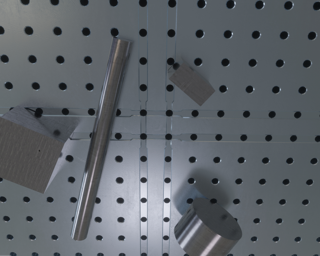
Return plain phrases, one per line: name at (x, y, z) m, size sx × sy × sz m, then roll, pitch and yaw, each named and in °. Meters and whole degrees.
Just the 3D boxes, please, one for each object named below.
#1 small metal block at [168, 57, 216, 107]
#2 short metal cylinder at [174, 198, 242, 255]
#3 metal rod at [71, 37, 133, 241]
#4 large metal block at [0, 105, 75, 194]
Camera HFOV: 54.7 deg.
small metal block at (0.037, -0.058, 0.379) m, size 0.050 × 0.050 × 0.025 m, roll 39°, pitch 105°, yaw -13°
short metal cylinder at (0.067, 0.145, 0.438) m, size 0.080 × 0.080 × 0.050 m, roll 28°, pitch 108°, yaw -10°
metal rod at (-0.084, 0.028, 0.422) m, size 0.025 × 0.025 × 0.298 m, roll 14°, pitch 109°, yaw -6°
large metal block at (-0.171, 0.028, 0.409) m, size 0.080 × 0.050 × 0.080 m, roll 24°, pitch 108°, yaw -9°
